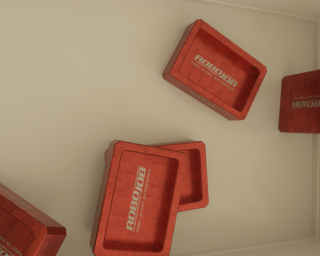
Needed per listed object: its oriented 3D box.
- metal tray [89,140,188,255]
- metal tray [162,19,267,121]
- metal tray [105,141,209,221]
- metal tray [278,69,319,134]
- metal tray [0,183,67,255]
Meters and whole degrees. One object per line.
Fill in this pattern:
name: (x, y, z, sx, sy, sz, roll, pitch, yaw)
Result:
metal tray: (-0.025, 0.085, 0.367, 0.091, 0.030, 0.129, 12, 86, -20)
metal tray: (0.080, -0.078, 0.438, 0.131, 0.030, 0.090, 30, 80, -18)
metal tray: (-0.002, 0.066, 0.408, 0.131, 0.030, 0.089, -4, 92, -20)
metal tray: (0.229, -0.036, 0.441, 0.030, 0.130, 0.089, 5, 88, -20)
metal tray: (-0.165, 0.110, 0.303, 0.090, 0.130, 0.030, -63, 153, -10)
